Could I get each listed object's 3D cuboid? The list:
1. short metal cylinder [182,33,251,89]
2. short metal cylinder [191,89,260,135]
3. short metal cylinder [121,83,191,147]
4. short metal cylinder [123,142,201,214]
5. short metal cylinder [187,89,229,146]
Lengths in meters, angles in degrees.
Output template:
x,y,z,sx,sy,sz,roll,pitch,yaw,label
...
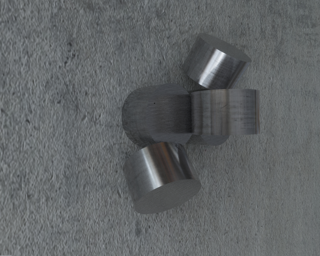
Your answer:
x,y,z,sx,sy,sz,roll,pitch,yaw,label
0.078,-0.090,0.429,0.081,0.080,0.050,1,128,-40,short metal cylinder
0.078,-0.018,0.373,0.081,0.080,0.050,-2,92,-40,short metal cylinder
-0.001,-0.014,0.390,0.081,0.050,0.079,0,90,-40,short metal cylinder
0.002,0.060,0.365,0.081,0.080,0.050,10,45,-40,short metal cylinder
0.061,-0.016,0.442,0.081,0.050,0.079,0,90,-40,short metal cylinder
